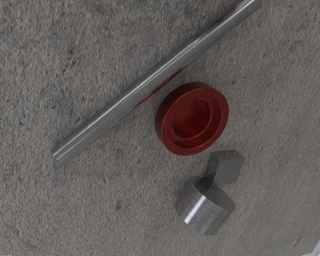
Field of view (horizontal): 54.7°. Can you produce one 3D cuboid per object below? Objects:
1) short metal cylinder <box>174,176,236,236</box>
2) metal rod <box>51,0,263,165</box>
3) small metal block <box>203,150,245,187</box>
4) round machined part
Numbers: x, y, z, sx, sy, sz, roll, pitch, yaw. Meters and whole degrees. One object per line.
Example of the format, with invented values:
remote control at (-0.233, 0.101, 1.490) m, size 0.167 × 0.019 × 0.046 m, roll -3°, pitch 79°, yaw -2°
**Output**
short metal cylinder at (0.070, 0.120, 0.483) m, size 0.080 × 0.080 × 0.050 m, roll 22°, pitch 107°, yaw -36°
metal rod at (-0.002, -0.061, 0.367) m, size 0.300 × 0.025 × 0.025 m, roll -39°, pitch 129°, yaw -2°
small metal block at (0.104, 0.065, 0.504) m, size 0.050 × 0.025 × 0.050 m, roll -3°, pitch 120°, yaw -27°
round machined part at (0.038, -0.015, 0.407) m, size 0.099 × 0.042 × 0.097 m, roll -14°, pitch 124°, yaw -21°
